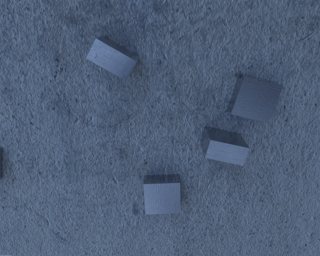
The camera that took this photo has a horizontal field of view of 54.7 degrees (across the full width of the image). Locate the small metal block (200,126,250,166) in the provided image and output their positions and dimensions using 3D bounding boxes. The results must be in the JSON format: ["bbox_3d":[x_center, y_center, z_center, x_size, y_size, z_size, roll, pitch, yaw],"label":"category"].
[{"bbox_3d":[0.083,0.022,0.405,0.050,0.050,0.025,12,110,-5],"label":"small metal block"}]

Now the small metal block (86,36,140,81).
[{"bbox_3d":[-0.054,-0.084,0.365,0.050,0.050,0.025,28,108,-10],"label":"small metal block"}]

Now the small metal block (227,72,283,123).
[{"bbox_3d":[0.120,-0.039,0.397,0.050,0.025,0.050,14,110,-5],"label":"small metal block"}]

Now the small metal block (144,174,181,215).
[{"bbox_3d":[0.003,0.095,0.445,0.050,0.025,0.050,-2,110,0],"label":"small metal block"}]

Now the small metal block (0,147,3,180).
[{"bbox_3d":[-0.248,0.050,0.426,0.050,0.025,0.050,10,110,-4],"label":"small metal block"}]
